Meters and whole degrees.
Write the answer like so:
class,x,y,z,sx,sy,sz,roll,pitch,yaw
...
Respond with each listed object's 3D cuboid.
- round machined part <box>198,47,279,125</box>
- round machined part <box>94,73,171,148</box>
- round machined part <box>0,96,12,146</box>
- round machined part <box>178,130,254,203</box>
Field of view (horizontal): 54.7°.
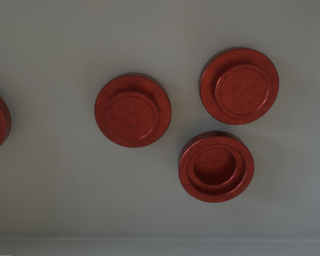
class,x,y,z,sx,sy,sz,roll,pitch,yaw
round machined part,0.099,-0.049,0.385,0.099,0.042,0.097,0,110,0
round machined part,-0.035,-0.018,0.395,0.099,0.042,0.097,0,110,0
round machined part,-0.239,-0.013,0.393,0.099,0.042,0.097,-1,110,-3
round machined part,0.073,0.048,0.421,0.099,0.042,0.097,0,110,0
